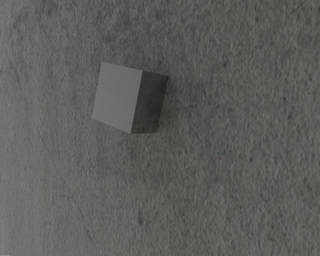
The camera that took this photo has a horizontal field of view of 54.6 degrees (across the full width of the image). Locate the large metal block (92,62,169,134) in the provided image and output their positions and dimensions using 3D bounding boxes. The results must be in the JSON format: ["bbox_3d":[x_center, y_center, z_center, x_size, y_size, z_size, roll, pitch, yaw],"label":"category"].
[{"bbox_3d":[-0.042,-0.042,0.425,0.080,0.050,0.080,20,103,38],"label":"large metal block"}]
